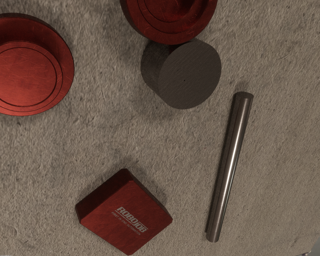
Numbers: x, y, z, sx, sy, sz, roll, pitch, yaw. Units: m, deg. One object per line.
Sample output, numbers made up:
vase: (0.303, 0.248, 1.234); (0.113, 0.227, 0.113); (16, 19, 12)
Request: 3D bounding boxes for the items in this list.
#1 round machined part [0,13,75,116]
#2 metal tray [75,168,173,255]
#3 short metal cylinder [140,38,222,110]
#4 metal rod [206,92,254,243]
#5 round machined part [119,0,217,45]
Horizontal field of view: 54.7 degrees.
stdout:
round machined part: (-0.130, -0.054, 0.292); (0.099, 0.042, 0.097); (-14, 125, -21)
metal tray: (-0.049, 0.128, 0.458); (0.090, 0.030, 0.130); (-39, 130, -3)
short metal cylinder: (0.024, -0.068, 0.363); (0.081, 0.050, 0.079); (-14, 125, -21)
metal rod: (0.112, 0.081, 0.520); (0.025, 0.025, 0.298); (-10, 123, -24)
round machined part: (0.006, -0.136, 0.310); (0.099, 0.042, 0.097); (-10, 115, -21)
